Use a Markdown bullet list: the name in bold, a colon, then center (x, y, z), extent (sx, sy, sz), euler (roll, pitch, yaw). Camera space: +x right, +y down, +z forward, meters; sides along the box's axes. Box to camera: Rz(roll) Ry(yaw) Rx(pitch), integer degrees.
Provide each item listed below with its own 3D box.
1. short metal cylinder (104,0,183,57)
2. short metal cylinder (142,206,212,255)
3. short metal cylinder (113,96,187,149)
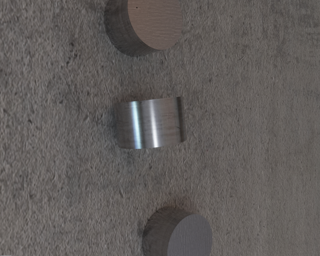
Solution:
- **short metal cylinder**: center (-0.019, -0.130, 0.372), extent (0.081, 0.050, 0.080), euler (0, 90, -40)
- **short metal cylinder**: center (0.023, 0.149, 0.408), extent (0.081, 0.050, 0.080), euler (0, 90, -40)
- **short metal cylinder**: center (-0.011, -0.008, 0.359), extent (0.081, 0.080, 0.050), euler (-11, 97, -40)
